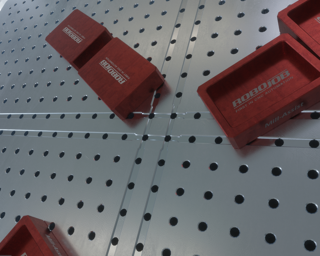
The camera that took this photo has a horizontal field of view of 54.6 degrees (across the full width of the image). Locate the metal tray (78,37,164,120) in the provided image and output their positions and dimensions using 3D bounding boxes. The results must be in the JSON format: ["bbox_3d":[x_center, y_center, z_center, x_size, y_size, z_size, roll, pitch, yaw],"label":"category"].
[{"bbox_3d":[-0.065,-0.083,0.491,0.090,0.030,0.130,-44,51,-2],"label":"metal tray"}]

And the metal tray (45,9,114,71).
[{"bbox_3d":[-0.156,-0.170,0.593,0.090,0.030,0.130,-46,51,-4],"label":"metal tray"}]

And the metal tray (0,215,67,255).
[{"bbox_3d":[-0.158,0.182,0.377,0.130,0.030,0.090,34,80,38],"label":"metal tray"}]

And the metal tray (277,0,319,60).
[{"bbox_3d":[0.212,-0.114,0.363,0.090,0.030,0.130,-30,52,9],"label":"metal tray"}]

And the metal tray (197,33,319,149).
[{"bbox_3d":[0.121,-0.046,0.369,0.130,0.030,0.090,-32,52,7],"label":"metal tray"}]
